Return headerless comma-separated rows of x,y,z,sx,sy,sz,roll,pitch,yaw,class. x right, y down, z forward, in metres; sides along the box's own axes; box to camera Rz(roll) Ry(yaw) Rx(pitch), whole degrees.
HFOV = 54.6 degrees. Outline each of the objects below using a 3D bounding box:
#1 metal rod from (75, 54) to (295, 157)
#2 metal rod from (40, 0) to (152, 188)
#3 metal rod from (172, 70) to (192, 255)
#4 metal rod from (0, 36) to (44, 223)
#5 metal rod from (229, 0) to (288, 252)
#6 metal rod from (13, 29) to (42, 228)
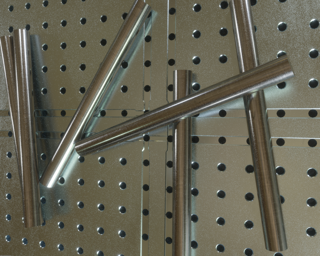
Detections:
0.009,-0.016,0.384,0.300,0.025,0.025,-21,83,28,metal rod
-0.097,-0.043,0.447,0.025,0.025,0.299,34,101,17,metal rod
0.029,0.076,0.402,0.025,0.025,0.298,0,90,20,metal rod
-0.220,0.002,0.491,0.025,0.025,0.299,-12,86,20,metal rod
0.117,-0.007,0.371,0.025,0.025,0.299,-9,87,20,metal rod
-0.203,-0.004,0.472,0.025,0.025,0.299,-9,82,20,metal rod
